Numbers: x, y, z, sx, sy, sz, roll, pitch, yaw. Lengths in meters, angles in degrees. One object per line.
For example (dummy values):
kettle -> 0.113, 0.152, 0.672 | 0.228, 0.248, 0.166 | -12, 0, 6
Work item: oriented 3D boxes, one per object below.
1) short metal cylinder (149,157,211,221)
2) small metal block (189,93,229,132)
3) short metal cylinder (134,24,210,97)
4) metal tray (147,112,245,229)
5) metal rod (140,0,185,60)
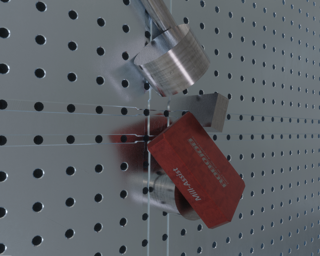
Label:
short metal cylinder -> 0.032, 0.080, 0.421 | 0.081, 0.050, 0.079 | 0, 90, -40
small metal block -> 0.068, -0.021, 0.450 | 0.025, 0.050, 0.050 | 24, 75, -38
short metal cylinder -> 0.015, -0.084, 0.386 | 0.050, 0.080, 0.080 | 52, 60, -28
metal tray -> 0.051, 0.050, 0.399 | 0.130, 0.030, 0.090 | 53, 34, -1
metal rod -> -0.041, -0.207, 0.374 | 0.025, 0.025, 0.300 | -51, 120, -28
